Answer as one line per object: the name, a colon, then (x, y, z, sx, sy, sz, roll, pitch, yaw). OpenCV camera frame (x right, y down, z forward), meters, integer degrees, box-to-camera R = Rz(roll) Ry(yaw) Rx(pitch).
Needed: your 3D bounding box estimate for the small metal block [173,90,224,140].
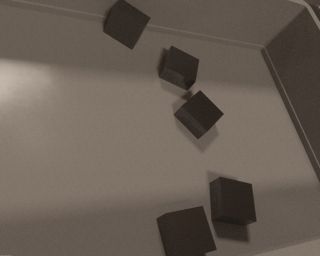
small metal block: (0.057, -0.020, 0.450, 0.050, 0.025, 0.050, 46, 51, 3)

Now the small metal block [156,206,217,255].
small metal block: (0.030, 0.120, 0.350, 0.050, 0.025, 0.050, -2, 63, -30)

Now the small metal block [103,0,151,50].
small metal block: (-0.049, -0.152, 0.457, 0.050, 0.050, 0.025, 31, 52, -9)

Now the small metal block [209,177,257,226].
small metal block: (0.093, 0.095, 0.400, 0.050, 0.025, 0.050, 16, 55, -20)

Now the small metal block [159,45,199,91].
small metal block: (0.030, -0.093, 0.480, 0.050, 0.025, 0.050, 23, 53, -15)
